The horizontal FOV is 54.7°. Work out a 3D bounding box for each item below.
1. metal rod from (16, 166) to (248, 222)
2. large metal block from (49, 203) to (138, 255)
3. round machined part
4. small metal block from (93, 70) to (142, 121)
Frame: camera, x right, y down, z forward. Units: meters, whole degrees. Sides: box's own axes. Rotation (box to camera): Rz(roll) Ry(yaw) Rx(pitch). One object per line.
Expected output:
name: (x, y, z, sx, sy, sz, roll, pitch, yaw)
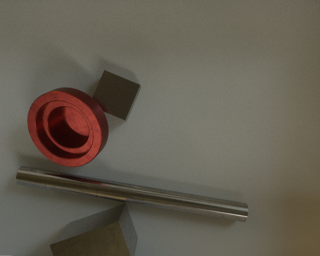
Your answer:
metal rod: (-0.035, 0.088, 0.411, 0.302, 0.025, 0.025, 10, 90, -1)
large metal block: (-0.076, 0.140, 0.383, 0.080, 0.080, 0.050, -19, 90, 0)
round machined part: (-0.110, -0.004, 0.389, 0.098, 0.042, 0.097, 5, 112, 13)
small metal block: (-0.058, -0.042, 0.411, 0.050, 0.025, 0.050, 23, 90, -1)
